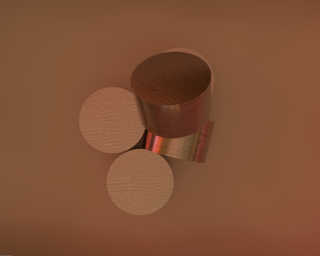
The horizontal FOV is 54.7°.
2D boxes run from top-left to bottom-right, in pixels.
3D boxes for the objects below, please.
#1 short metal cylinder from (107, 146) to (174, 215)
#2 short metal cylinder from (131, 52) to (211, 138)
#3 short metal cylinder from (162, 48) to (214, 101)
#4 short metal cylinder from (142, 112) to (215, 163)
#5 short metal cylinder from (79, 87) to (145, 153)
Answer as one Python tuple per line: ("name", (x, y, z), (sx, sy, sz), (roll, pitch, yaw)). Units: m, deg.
("short metal cylinder", (-0.024, 0.065, 0.397), (0.081, 0.050, 0.079), (0, 90, -1))
("short metal cylinder", (0.013, -0.036, 0.327), (0.080, 0.050, 0.080), (-4, 50, 5))
("short metal cylinder", (0.025, -0.057, 0.398), (0.081, 0.050, 0.079), (0, 90, -1))
("short metal cylinder", (0.023, 0.009, 0.383), (0.080, 0.080, 0.050), (13, 90, -1))
("short metal cylinder", (-0.057, -0.010, 0.396), (0.081, 0.050, 0.079), (0, 90, -1))
